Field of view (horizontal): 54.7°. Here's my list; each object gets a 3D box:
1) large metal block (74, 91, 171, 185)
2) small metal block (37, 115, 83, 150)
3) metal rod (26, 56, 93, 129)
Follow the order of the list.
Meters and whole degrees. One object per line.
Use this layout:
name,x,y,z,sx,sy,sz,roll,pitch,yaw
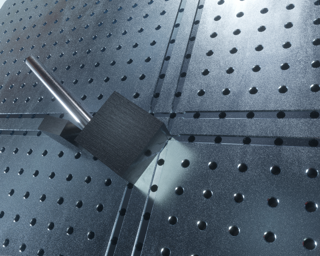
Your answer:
large metal block,-0.045,0.013,0.395,0.080,0.050,0.080,34,80,21
small metal block,-0.144,0.007,0.463,0.050,0.050,0.025,12,68,33
metal rod,-0.169,-0.059,0.533,0.025,0.025,0.300,-46,51,-4
